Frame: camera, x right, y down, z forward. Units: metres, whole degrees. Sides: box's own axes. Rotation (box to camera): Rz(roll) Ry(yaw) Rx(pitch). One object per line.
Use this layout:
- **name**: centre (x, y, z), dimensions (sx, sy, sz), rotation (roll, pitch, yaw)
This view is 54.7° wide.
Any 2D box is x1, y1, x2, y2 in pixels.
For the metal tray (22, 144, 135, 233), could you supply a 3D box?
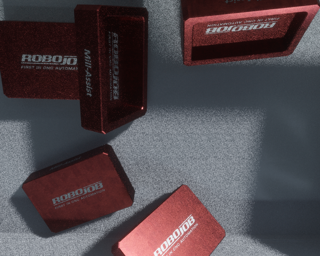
- **metal tray**: centre (-0.113, 0.087, 0.440), dimensions (0.130, 0.030, 0.090), rotation (-22, 109, 7)

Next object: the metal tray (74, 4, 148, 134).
- **metal tray**: centre (-0.050, -0.068, 0.349), dimensions (0.030, 0.091, 0.129), rotation (12, 113, 27)

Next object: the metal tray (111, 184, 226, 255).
- **metal tray**: centre (0.015, 0.146, 0.400), dimensions (0.090, 0.131, 0.030), rotation (50, 141, 8)

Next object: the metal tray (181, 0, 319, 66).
- **metal tray**: centre (0.089, -0.109, 0.337), dimensions (0.131, 0.090, 0.030), rotation (-6, 70, 2)

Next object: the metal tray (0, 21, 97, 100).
- **metal tray**: centre (-0.124, -0.082, 0.377), dimensions (0.131, 0.030, 0.089), rotation (1, 110, -1)
